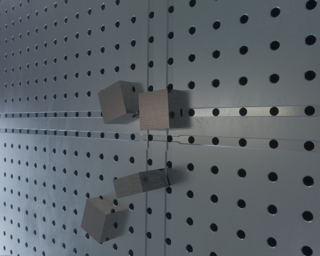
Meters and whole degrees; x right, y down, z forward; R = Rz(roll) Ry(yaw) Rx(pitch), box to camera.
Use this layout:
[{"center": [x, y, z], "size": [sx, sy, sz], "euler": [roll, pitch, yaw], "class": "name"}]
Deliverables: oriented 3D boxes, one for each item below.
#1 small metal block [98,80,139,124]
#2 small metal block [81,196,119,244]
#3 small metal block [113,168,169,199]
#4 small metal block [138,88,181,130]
[{"center": [-0.063, -0.037, 0.463], "size": [0.050, 0.025, 0.050], "euler": [-22, 76, 38], "class": "small metal block"}, {"center": [-0.096, 0.144, 0.490], "size": [0.050, 0.025, 0.050], "euler": [24, 105, 37], "class": "small metal block"}, {"center": [-0.026, 0.074, 0.415], "size": [0.050, 0.050, 0.025], "euler": [-22, 76, 38], "class": "small metal block"}, {"center": [-0.001, -0.023, 0.411], "size": [0.050, 0.025, 0.050], "euler": [-5, 87, 40], "class": "small metal block"}]
